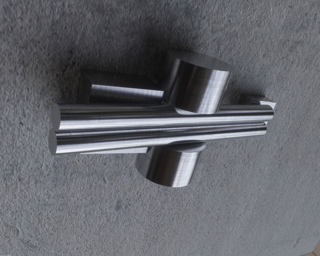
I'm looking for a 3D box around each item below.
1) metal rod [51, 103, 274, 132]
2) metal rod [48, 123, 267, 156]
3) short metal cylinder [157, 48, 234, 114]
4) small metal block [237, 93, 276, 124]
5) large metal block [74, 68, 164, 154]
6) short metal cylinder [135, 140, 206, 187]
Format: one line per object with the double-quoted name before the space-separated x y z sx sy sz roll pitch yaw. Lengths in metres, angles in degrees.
"metal rod" 0.031 -0.015 0.358 0.302 0.025 0.025 -3 120 -36
"metal rod" 0.025 0.007 0.368 0.302 0.025 0.025 -3 120 -36
"short metal cylinder" 0.039 -0.056 0.359 0.081 0.080 0.050 1 118 -29
"small metal block" 0.141 -0.023 0.472 0.050 0.025 0.050 3 117 -30
"large metal block" -0.051 -0.018 0.353 0.081 0.050 0.079 2 118 -29
"short metal cylinder" 0.013 0.031 0.399 0.081 0.080 0.050 1 118 -29
